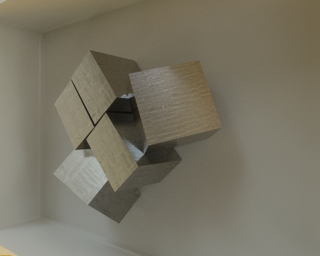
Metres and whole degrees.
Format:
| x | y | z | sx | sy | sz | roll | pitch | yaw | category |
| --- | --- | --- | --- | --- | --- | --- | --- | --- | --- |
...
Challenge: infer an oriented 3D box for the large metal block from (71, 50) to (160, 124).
| x | y | z | sx | sy | sz | roll | pitch | yaw | category |
| --- | --- | --- | --- | --- | --- | --- | --- | --- | --- |
| -0.058 | -0.051 | 0.415 | 0.050 | 0.081 | 0.080 | -46 | 63 | 30 | large metal block |

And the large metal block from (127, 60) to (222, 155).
| x | y | z | sx | sy | sz | roll | pitch | yaw | category |
| --- | --- | --- | --- | --- | --- | --- | --- | --- | --- |
| 0.013 | -0.022 | 0.349 | 0.050 | 0.081 | 0.080 | 118 | 137 | -72 | large metal block |

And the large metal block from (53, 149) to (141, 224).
| x | y | z | sx | sy | sz | roll | pitch | yaw | category |
| --- | --- | --- | --- | --- | --- | --- | --- | --- | --- |
| -0.085 | 0.078 | 0.428 | 0.080 | 0.080 | 0.050 | 28 | 73 | 36 | large metal block |

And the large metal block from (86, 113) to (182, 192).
| x | y | z | sx | sy | sz | roll | pitch | yaw | category |
| --- | --- | --- | --- | --- | --- | --- | --- | --- | --- |
| -0.033 | 0.028 | 0.393 | 0.050 | 0.081 | 0.080 | -49 | 61 | 29 | large metal block |

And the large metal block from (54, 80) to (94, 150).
| x | y | z | sx | sy | sz | roll | pitch | yaw | category |
| --- | --- | --- | --- | --- | --- | --- | --- | --- | --- |
| -0.090 | -0.018 | 0.441 | 0.050 | 0.081 | 0.080 | -45 | 63 | 30 | large metal block |
